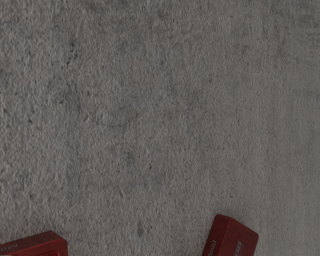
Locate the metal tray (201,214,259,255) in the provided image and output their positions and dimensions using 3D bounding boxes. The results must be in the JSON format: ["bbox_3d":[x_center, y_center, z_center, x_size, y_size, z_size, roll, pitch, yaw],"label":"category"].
[{"bbox_3d":[0.104,0.214,0.489,0.090,0.030,0.130,37,67,-34],"label":"metal tray"}]

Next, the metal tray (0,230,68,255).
[{"bbox_3d":[-0.149,0.156,0.276,0.131,0.030,0.089,-5,93,-40],"label":"metal tray"}]
